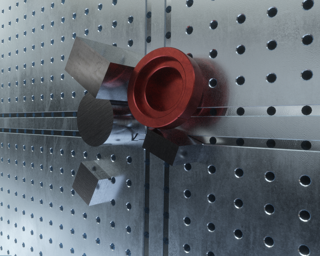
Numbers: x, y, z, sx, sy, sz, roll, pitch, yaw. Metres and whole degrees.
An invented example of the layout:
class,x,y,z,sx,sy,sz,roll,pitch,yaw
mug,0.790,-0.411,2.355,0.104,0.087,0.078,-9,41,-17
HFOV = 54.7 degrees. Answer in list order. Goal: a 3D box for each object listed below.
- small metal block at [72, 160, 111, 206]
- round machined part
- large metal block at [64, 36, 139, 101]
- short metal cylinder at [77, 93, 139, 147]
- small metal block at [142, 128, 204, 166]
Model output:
class,x,y,z,sx,sy,sz,roll,pitch,yaw
small metal block,-0.111,0.088,0.498,0.050,0.025,0.050,36,112,33
round machined part,0.010,-0.046,0.382,0.098,0.042,0.097,-7,77,35
large metal block,-0.070,-0.080,0.429,0.080,0.081,0.050,40,114,32
short metal cylinder,-0.076,-0.014,0.454,0.080,0.050,0.079,0,90,39
small metal block,0.016,0.021,0.378,0.050,0.050,0.025,29,108,36
